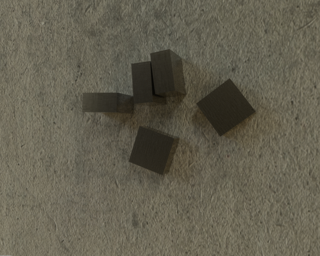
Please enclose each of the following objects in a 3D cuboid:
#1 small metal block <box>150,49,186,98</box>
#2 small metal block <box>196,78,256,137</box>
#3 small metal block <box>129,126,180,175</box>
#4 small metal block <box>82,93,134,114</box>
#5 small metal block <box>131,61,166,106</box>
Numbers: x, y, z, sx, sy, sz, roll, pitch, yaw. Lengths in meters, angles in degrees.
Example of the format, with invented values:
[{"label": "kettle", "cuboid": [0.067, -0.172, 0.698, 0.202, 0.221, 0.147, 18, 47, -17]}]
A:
[{"label": "small metal block", "cuboid": [0.011, -0.067, 0.392, 0.025, 0.050, 0.050, -8, 87, 20]}, {"label": "small metal block", "cuboid": [0.082, -0.024, 0.380, 0.050, 0.025, 0.050, -38, 78, 16]}, {"label": "small metal block", "cuboid": [-0.007, 0.029, 0.412, 0.050, 0.025, 0.050, 19, 96, 19]}, {"label": "small metal block", "cuboid": [-0.069, -0.033, 0.420, 0.050, 0.050, 0.025, 2, 91, 20]}, {"label": "small metal block", "cuboid": [-0.013, -0.055, 0.400, 0.025, 0.050, 0.050, -4, 89, 20]}]
